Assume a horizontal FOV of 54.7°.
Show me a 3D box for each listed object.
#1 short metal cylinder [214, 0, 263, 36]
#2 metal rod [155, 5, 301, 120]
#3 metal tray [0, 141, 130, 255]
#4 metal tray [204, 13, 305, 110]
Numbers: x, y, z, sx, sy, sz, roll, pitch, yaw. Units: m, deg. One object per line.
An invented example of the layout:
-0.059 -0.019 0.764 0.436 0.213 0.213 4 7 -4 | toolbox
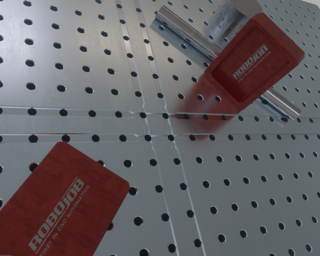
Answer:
0.155 -0.227 0.614 0.081 0.050 0.080 13 56 -21 | short metal cylinder
0.121 -0.111 0.540 0.301 0.025 0.025 36 51 -5 | metal rod
-0.098 0.087 0.299 0.090 0.030 0.130 34 51 -6 | metal tray
0.138 -0.096 0.473 0.090 0.129 0.030 46 51 3 | metal tray
